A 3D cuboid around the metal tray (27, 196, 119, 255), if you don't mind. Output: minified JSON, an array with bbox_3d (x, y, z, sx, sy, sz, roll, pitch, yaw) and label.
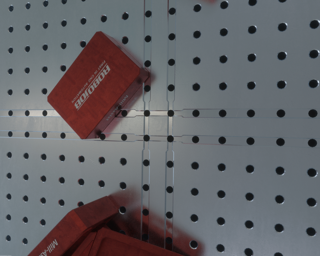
[{"bbox_3d":[-0.125,0.153,0.422,0.130,0.090,0.030,-46,76,14],"label":"metal tray"}]

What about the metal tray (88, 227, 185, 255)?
[{"bbox_3d":[-0.029,0.188,0.383,0.131,0.030,0.090,19,70,3],"label":"metal tray"}]

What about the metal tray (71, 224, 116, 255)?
[{"bbox_3d":[-0.065,0.210,0.427,0.130,0.030,0.090,41,103,10],"label":"metal tray"}]

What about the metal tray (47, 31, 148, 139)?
[{"bbox_3d":[-0.091,-0.059,0.443,0.090,0.030,0.130,45,104,14],"label":"metal tray"}]
